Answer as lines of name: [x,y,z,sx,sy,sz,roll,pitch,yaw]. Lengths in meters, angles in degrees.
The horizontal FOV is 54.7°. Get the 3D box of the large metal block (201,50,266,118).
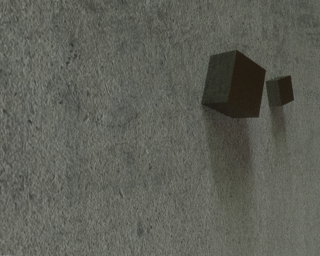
large metal block: [0.117,-0.065,0.487,0.080,0.050,0.080,19,78,-38]

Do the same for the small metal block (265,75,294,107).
small metal block: [0.233,-0.072,0.600,0.050,0.025,0.050,-21,103,-38]
